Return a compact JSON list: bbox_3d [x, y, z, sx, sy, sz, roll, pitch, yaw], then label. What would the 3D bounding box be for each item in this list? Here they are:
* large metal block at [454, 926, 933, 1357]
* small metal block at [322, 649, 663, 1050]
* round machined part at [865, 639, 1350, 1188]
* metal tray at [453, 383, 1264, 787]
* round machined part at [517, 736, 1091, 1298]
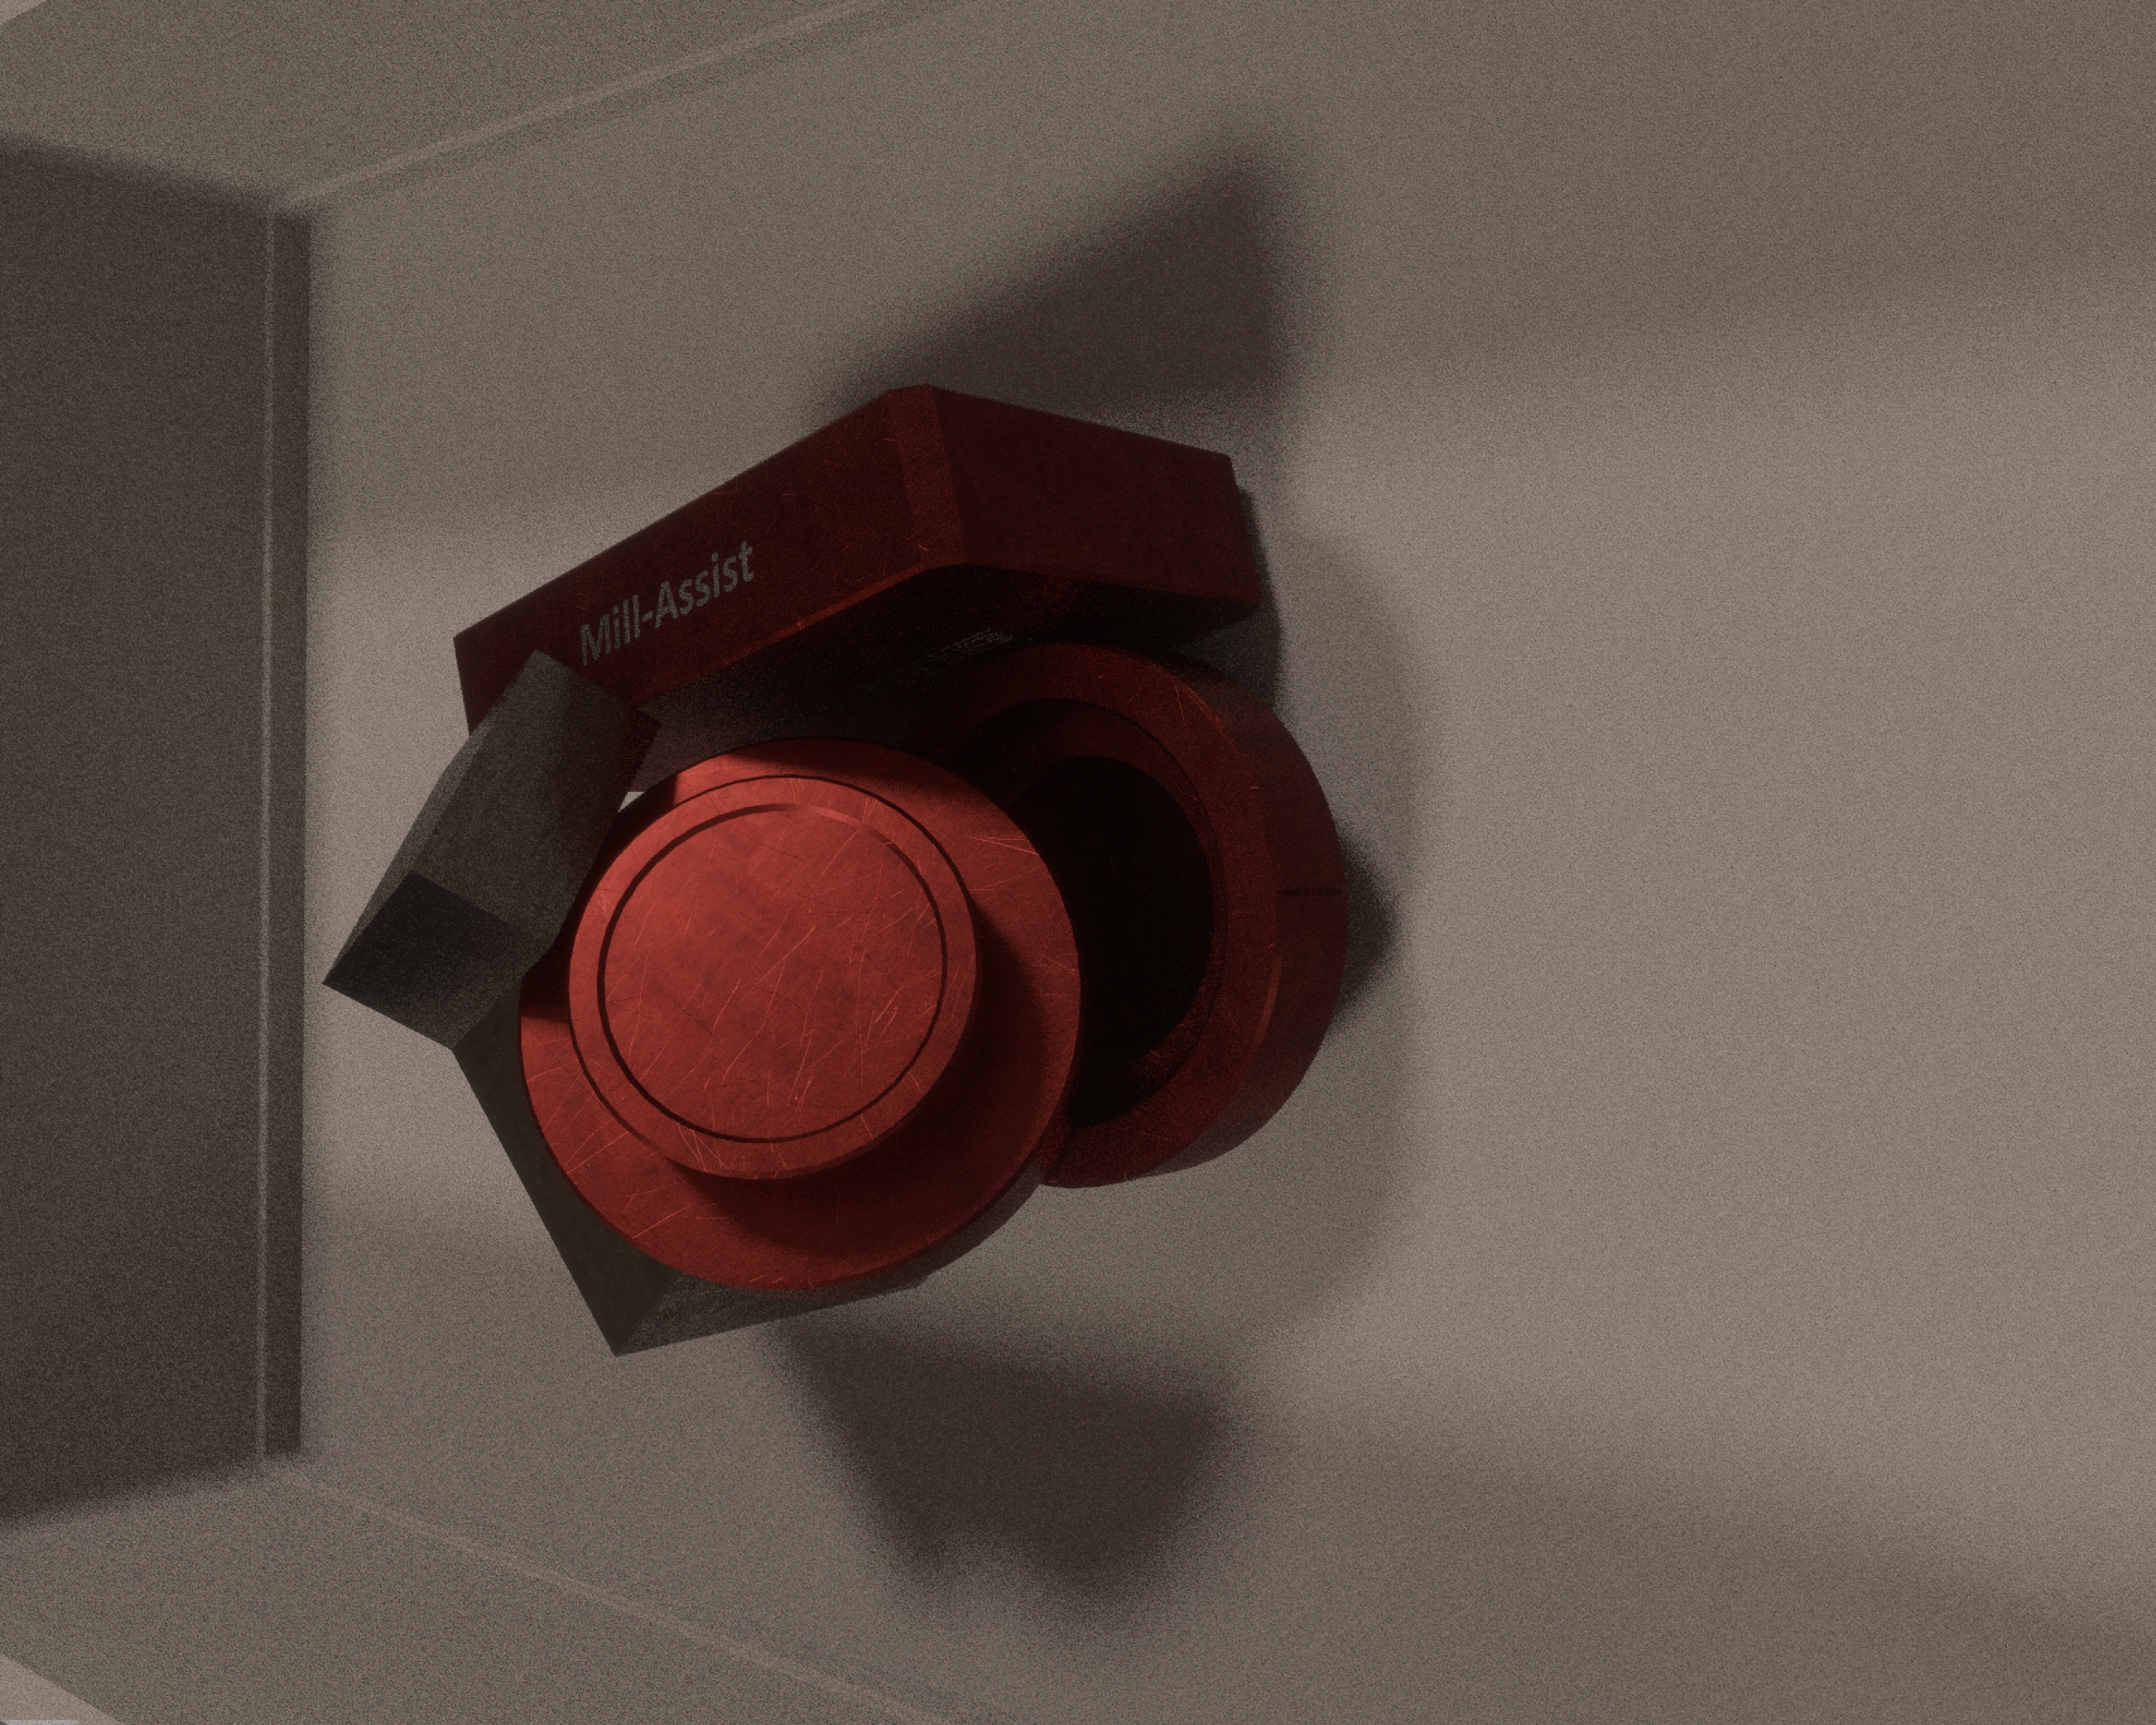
[{"bbox_3d":[-0.067,0.045,0.423,0.050,0.081,0.080,-51,60,27],"label":"large metal block"},{"bbox_3d":[-0.103,-0.002,0.367,0.050,0.025,0.050,-37,28,47],"label":"small metal block"},{"bbox_3d":[0.009,0.009,0.386,0.098,0.042,0.097,0,90,39],"label":"round machined part"},{"bbox_3d":[-0.043,-0.045,0.395,0.130,0.091,0.030,-19,79,38],"label":"metal tray"},{"bbox_3d":[-0.048,0.023,0.356,0.099,0.042,0.098,-1,72,4],"label":"round machined part"}]
